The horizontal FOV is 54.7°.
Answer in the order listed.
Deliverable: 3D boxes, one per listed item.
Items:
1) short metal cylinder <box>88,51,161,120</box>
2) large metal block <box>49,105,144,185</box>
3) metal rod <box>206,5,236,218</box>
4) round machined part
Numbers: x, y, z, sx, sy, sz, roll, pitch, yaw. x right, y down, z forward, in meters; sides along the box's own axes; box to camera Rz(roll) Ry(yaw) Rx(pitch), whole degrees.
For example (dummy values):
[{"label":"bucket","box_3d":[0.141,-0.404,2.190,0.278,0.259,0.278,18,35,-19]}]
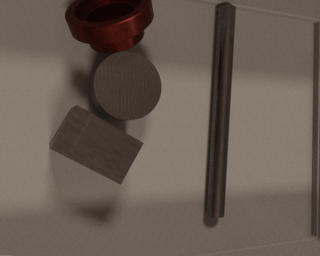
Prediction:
[{"label":"short metal cylinder","box_3d":[-0.045,-0.049,0.381,0.081,0.050,0.079,0,90,-21]},{"label":"large metal block","box_3d":[-0.076,0.018,0.354,0.080,0.080,0.050,31,80,-18]},{"label":"metal rod","box_3d":[0.088,-0.024,0.444,0.025,0.025,0.298,4,89,-20]},{"label":"round machined part","box_3d":[-0.055,-0.124,0.362,0.099,0.098,0.042,-31,139,-18]}]
